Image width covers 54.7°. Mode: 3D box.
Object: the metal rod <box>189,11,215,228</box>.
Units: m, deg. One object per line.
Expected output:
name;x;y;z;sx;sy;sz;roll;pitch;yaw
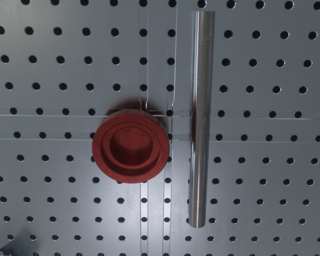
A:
metal rod;0.054;0.003;0.414;0.025;0.025;0.298;-1;110;0

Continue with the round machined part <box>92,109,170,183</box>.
round machined part;-0.037;0.021;0.412;0.099;0.042;0.097;0;110;0

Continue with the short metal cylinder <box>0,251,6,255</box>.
short metal cylinder;-0.260;0.237;0.469;0.080;0.080;0.050;-25;108;9
